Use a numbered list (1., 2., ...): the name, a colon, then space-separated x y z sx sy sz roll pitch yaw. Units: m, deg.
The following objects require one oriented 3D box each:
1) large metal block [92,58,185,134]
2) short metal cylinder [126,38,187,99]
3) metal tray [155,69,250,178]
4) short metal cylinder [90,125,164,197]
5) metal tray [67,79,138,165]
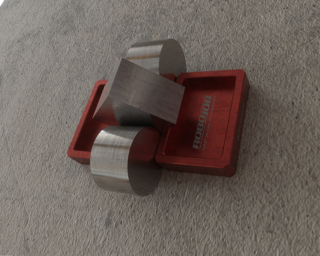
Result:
1. large metal block: -0.028 -0.030 0.377 0.080 0.080 0.050 -35 36 61
2. short metal cylinder: -0.004 -0.078 0.420 0.050 0.080 0.080 2 63 29
3. metal tray: 0.054 -0.009 0.380 0.090 0.030 0.130 2 62 29
4. short metal cylinder: -0.036 0.037 0.366 0.050 0.080 0.080 2 63 29
5. metal tray: -0.070 -0.010 0.445 0.090 0.030 0.130 2 62 29
